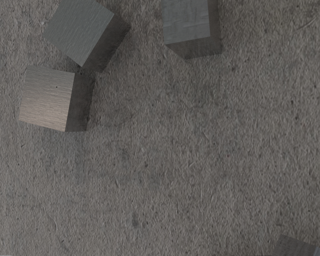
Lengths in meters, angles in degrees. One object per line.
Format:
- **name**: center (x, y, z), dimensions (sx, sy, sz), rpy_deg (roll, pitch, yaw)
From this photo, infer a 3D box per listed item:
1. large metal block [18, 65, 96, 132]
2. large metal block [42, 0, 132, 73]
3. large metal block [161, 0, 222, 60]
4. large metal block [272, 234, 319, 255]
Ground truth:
- **large metal block**: center (-0.148, -0.042, 0.448), dimensions (0.080, 0.050, 0.080), rpy_deg (12, 94, 19)
- **large metal block**: center (-0.101, -0.135, 0.431), dimensions (0.080, 0.050, 0.080), rpy_deg (38, 102, 16)
- **large metal block**: center (0.039, -0.132, 0.366), dimensions (0.050, 0.080, 0.080), rpy_deg (-5, 88, 20)
- **large metal block**: center (0.152, 0.167, 0.311), dimensions (0.080, 0.050, 0.080), rpy_deg (33, 76, -12)
